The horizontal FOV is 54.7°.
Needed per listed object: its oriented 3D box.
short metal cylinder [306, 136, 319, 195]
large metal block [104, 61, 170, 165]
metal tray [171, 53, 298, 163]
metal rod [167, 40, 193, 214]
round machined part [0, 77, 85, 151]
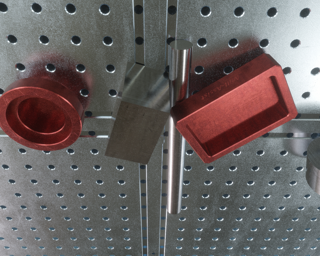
[{"bbox_3d":[0.245,0.052,0.424,0.080,0.080,0.050,-11,129,9],"label":"short metal cylinder"},{"bbox_3d":[-0.026,-0.018,0.360,0.050,0.080,0.079,14,129,-12],"label":"large metal block"},{"bbox_3d":[0.090,-0.019,0.375,0.130,0.030,0.090,-30,130,12],"label":"metal tray"},{"bbox_3d":[0.024,0.023,0.431,0.025,0.025,0.298,0,130,0],"label":"metal rod"},{"bbox_3d":[-0.142,-0.021,0.381,0.099,0.042,0.097,-1,130,0],"label":"round machined part"}]
